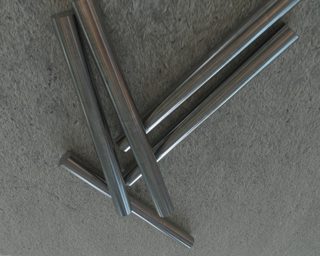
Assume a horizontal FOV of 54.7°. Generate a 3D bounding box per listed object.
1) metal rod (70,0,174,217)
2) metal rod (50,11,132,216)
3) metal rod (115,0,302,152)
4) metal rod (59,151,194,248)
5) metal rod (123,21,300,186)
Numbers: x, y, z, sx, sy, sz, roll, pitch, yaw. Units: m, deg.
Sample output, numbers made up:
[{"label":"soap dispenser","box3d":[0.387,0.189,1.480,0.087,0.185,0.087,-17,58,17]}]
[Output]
[{"label":"metal rod","box3d":[-0.034,-0.003,0.374,0.025,0.025,0.299,-13,120,10]},{"label":"metal rod","box3d":[-0.076,0.007,0.395,0.025,0.025,0.298,-6,125,5]},{"label":"metal rod","box3d":[0.049,-0.064,0.353,0.025,0.025,0.299,34,122,-26]},{"label":"metal rod","box3d":[-0.040,0.130,0.517,0.025,0.025,0.300,-32,123,24]},{"label":"metal rod","box3d":[0.043,-0.013,0.396,0.025,0.025,0.299,31,123,-24]}]
